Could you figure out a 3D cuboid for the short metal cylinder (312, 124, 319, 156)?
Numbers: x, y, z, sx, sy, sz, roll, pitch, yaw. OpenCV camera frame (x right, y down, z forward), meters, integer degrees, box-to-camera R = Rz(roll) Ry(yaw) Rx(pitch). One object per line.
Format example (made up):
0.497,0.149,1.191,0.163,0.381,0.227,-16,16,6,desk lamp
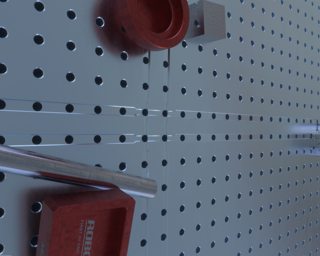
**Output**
0.405,0.029,0.738,0.081,0.050,0.079,0,90,-40,short metal cylinder

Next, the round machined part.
-0.012,-0.145,0.390,0.099,0.042,0.097,0,90,-40,round machined part

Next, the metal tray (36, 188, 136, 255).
-0.079,0.133,0.324,0.091,0.030,0.129,4,99,-40,metal tray

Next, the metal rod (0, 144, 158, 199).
-0.122,0.037,0.307,0.302,0.025,0.025,21,77,-38,metal rod

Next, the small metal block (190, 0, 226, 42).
0.074,-0.163,0.474,0.050,0.025,0.050,-5,94,-40,small metal block
